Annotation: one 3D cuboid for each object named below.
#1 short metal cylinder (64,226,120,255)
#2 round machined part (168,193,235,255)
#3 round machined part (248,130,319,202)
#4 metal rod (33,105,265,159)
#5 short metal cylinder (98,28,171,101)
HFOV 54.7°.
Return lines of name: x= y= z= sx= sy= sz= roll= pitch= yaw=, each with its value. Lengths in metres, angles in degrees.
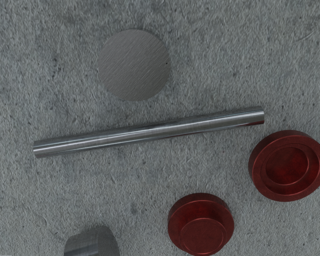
short metal cylinder: x=-0.096 y=0.190 z=0.449 sx=0.050 sy=0.080 sz=0.080 roll=-19 pitch=109 yaw=6
round machined part: x=0.061 y=0.149 z=0.456 sx=0.099 sy=0.042 sz=0.097 roll=0 pitch=110 yaw=-1
round machined part: x=0.169 y=0.048 z=0.421 sx=0.099 sy=0.042 sz=0.097 roll=0 pitch=110 yaw=-1
metal rod: x=-0.016 y=0.006 z=0.411 sx=0.302 sy=0.025 sz=0.025 roll=-9 pitch=110 yaw=2
short metal cylinder: x=-0.029 y=-0.077 z=0.368 sx=0.081 sy=0.050 sz=0.079 roll=0 pitch=110 yaw=-1
